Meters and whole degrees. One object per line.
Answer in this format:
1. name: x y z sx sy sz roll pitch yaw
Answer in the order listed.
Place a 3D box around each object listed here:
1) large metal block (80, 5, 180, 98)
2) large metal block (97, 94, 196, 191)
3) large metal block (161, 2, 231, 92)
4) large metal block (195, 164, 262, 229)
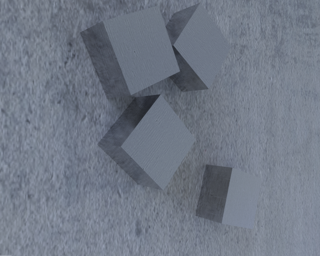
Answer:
1. large metal block: -0.033 -0.088 0.363 0.081 0.050 0.080 -32 110 -36
2. large metal block: -0.014 0.017 0.379 0.080 0.050 0.080 50 60 -29
3. large metal block: 0.043 -0.108 0.426 0.080 0.050 0.080 44 63 -31
4. large metal block: 0.108 0.107 0.482 0.080 0.050 0.080 23 76 -38
